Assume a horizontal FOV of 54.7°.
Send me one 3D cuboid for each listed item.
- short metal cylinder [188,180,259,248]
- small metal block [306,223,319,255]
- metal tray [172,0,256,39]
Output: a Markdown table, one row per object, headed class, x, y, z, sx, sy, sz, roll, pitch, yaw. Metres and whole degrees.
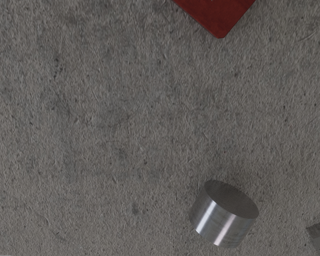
| class | x | y | z | sx | sy | sz | roll | pitch | yaw |
| --- | --- | --- | --- | --- | --- | --- | --- | --- | --- |
| short metal cylinder | 0.086 | 0.116 | 0.424 | 0.080 | 0.080 | 0.050 | 22 | 109 | -8 |
| small metal block | 0.261 | 0.170 | 0.475 | 0.050 | 0.025 | 0.050 | -26 | 108 | 9 |
| metal tray | 0.075 | -0.178 | 0.342 | 0.090 | 0.030 | 0.130 | 37 | 106 | -13 |
